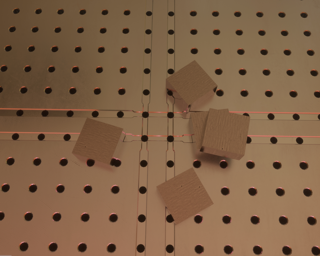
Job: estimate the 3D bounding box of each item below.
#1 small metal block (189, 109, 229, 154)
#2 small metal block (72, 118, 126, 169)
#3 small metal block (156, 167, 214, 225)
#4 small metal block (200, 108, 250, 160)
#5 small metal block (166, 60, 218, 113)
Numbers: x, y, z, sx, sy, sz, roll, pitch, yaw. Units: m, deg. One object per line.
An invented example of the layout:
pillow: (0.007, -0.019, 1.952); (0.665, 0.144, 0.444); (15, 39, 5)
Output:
small metal block: (0.068, 0.005, 0.410); (0.050, 0.025, 0.050); (-7, 70, -3)
small metal block: (-0.079, 0.020, 0.404); (0.050, 0.025, 0.050); (17, 71, 6)
small metal block: (0.030, 0.084, 0.381); (0.050, 0.025, 0.050); (-27, 72, -9)
small metal block: (0.080, 0.008, 0.383); (0.050, 0.025, 0.050); (13, 71, 4)
small metal block: (0.043, -0.058, 0.433); (0.050, 0.025, 0.050); (-34, 74, -12)
